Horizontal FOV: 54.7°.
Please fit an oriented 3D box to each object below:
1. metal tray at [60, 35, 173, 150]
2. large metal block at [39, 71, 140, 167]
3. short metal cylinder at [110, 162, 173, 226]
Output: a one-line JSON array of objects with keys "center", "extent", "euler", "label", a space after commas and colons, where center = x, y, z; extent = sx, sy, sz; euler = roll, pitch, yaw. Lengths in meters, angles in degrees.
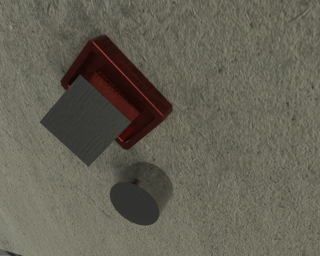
[{"center": [-0.059, -0.043, 0.406], "extent": [0.130, 0.030, 0.090], "euler": [47, 129, -5], "label": "metal tray"}, {"center": [-0.086, -0.013, 0.391], "extent": [0.080, 0.050, 0.080], "euler": [44, 106, -4], "label": "large metal block"}, {"center": [-0.027, 0.098, 0.464], "extent": [0.080, 0.050, 0.079], "euler": [13, 124, 20], "label": "short metal cylinder"}]
